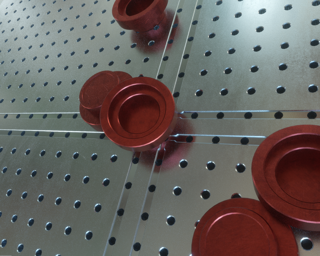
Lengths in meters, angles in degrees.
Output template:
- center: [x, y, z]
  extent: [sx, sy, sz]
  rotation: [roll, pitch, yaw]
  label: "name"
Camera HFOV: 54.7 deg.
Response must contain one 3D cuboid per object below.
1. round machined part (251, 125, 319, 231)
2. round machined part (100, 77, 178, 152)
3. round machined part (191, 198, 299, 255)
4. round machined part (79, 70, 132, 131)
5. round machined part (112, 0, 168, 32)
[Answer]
- center: [0.138, 0.048, 0.289]
  extent: [0.098, 0.042, 0.098]
  rotation: [-10, 51, 13]
  label: "round machined part"
- center: [-0.025, -0.015, 0.409]
  extent: [0.098, 0.042, 0.098]
  rotation: [-5, 68, 12]
  label: "round machined part"
- center: [0.076, 0.112, 0.288]
  extent: [0.098, 0.042, 0.098]
  rotation: [-13, 57, 21]
  label: "round machined part"
- center: [-0.082, -0.048, 0.468]
  extent: [0.098, 0.042, 0.098]
  rotation: [-13, 56, 20]
  label: "round machined part"
- center: [-0.030, -0.207, 0.538]
  extent: [0.098, 0.042, 0.098]
  rotation: [-13, 56, 20]
  label: "round machined part"
